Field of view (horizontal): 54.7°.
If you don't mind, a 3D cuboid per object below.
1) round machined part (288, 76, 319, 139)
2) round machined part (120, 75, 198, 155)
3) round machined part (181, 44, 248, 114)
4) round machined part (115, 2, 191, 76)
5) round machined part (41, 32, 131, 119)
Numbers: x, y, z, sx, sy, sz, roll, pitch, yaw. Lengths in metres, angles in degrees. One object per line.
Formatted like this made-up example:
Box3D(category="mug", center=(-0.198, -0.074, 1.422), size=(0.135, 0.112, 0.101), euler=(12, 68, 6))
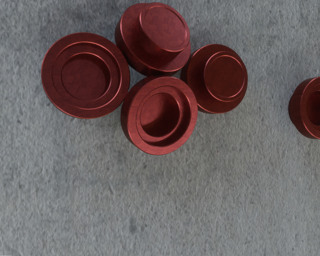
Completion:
Box3D(category="round machined part", center=(0.246, -0.031, 0.493), size=(0.099, 0.042, 0.097), euler=(0, 90, -21))
Box3D(category="round machined part", center=(-0.004, -0.018, 0.390), size=(0.099, 0.042, 0.097), euler=(-10, 110, -28))
Box3D(category="round machined part", center=(0.082, -0.069, 0.432), size=(0.099, 0.042, 0.097), euler=(0, 90, -21))
Box3D(category="round machined part", center=(-0.002, -0.114, 0.383), size=(0.099, 0.042, 0.098), euler=(11, 66, -26))
Box3D(category="round machined part", center=(-0.088, -0.059, 0.368), size=(0.099, 0.042, 0.097), euler=(0, 90, -20))
